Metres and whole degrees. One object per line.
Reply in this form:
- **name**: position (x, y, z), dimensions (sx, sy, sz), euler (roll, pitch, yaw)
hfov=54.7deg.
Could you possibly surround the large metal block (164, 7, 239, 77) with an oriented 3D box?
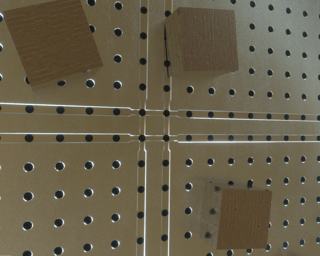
- **large metal block**: position (0.056, -0.114, 0.421), dimensions (0.081, 0.050, 0.079), euler (-5, 92, -20)

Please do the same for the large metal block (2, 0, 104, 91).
- **large metal block**: position (-0.121, -0.094, 0.355), dimensions (0.081, 0.050, 0.080), euler (-21, 97, -19)

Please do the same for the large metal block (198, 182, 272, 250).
- **large metal block**: position (0.106, 0.123, 0.441), dimensions (0.081, 0.050, 0.080), euler (7, 88, -20)
